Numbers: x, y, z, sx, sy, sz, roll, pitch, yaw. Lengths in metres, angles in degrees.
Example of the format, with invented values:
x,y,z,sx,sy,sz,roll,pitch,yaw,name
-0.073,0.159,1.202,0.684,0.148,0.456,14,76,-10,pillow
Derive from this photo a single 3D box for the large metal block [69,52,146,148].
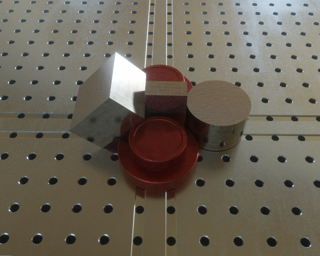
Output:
x,y,z,sx,sy,sz,roll,pitch,yaw,name
-0.064,-0.034,0.392,0.050,0.080,0.080,32,40,-33,large metal block

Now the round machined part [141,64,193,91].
x,y,z,sx,sy,sz,roll,pitch,yaw,name
0.000,-0.053,0.441,0.099,0.042,0.098,0,50,0,round machined part

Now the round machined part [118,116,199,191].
x,y,z,sx,sy,sz,roll,pitch,yaw,name
-0.002,0.024,0.377,0.099,0.042,0.098,0,50,0,round machined part

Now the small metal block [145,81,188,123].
x,y,z,sx,sy,sz,roll,pitch,yaw,name
0.008,-0.032,0.389,0.050,0.050,0.025,1,50,1,small metal block

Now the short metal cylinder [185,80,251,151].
x,y,z,sx,sy,sz,roll,pitch,yaw,name
0.073,-0.017,0.405,0.080,0.050,0.080,0,50,0,short metal cylinder
